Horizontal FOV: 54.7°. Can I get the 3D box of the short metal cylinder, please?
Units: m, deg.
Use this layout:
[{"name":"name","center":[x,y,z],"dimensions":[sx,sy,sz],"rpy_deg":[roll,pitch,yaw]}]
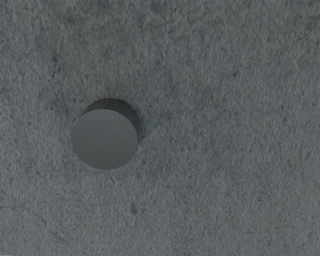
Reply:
[{"name":"short metal cylinder","center":[-0.067,0.007,0.398],"dimensions":[0.081,0.050,0.079],"rpy_deg":[0,110,-1]}]
